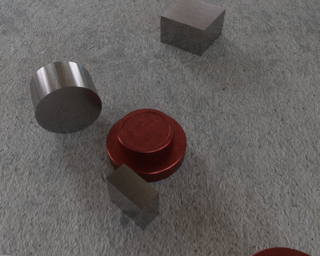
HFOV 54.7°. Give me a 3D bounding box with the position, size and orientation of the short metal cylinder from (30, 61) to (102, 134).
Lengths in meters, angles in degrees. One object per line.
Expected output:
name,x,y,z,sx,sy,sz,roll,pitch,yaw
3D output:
short metal cylinder,-0.121,-0.038,0.398,0.081,0.080,0.050,-17,53,-15

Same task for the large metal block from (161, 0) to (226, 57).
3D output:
large metal block,0.057,-0.178,0.538,0.080,0.050,0.080,26,55,20

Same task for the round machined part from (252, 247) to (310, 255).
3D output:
round machined part,0.107,0.157,0.262,0.099,0.042,0.098,0,50,0

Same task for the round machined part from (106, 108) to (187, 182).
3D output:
round machined part,-0.016,0.014,0.380,0.099,0.042,0.098,0,50,0

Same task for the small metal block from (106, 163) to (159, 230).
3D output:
small metal block,-0.028,0.073,0.326,0.050,0.050,0.025,35,58,25
